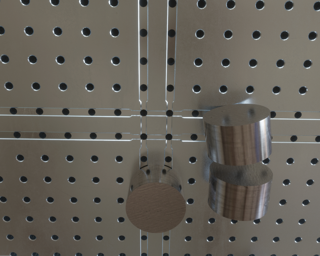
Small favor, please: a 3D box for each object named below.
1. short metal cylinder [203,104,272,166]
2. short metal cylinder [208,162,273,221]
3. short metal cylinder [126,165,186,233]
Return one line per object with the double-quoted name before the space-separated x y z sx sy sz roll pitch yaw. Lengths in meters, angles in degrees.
"short metal cylinder" 0.097 0.006 0.387 0.080 0.080 0.050 -9 110 3
"short metal cylinder" 0.105 0.079 0.414 0.081 0.080 0.050 0 110 0
"short metal cylinder" -0.006 0.099 0.436 0.081 0.050 0.079 0 110 0
